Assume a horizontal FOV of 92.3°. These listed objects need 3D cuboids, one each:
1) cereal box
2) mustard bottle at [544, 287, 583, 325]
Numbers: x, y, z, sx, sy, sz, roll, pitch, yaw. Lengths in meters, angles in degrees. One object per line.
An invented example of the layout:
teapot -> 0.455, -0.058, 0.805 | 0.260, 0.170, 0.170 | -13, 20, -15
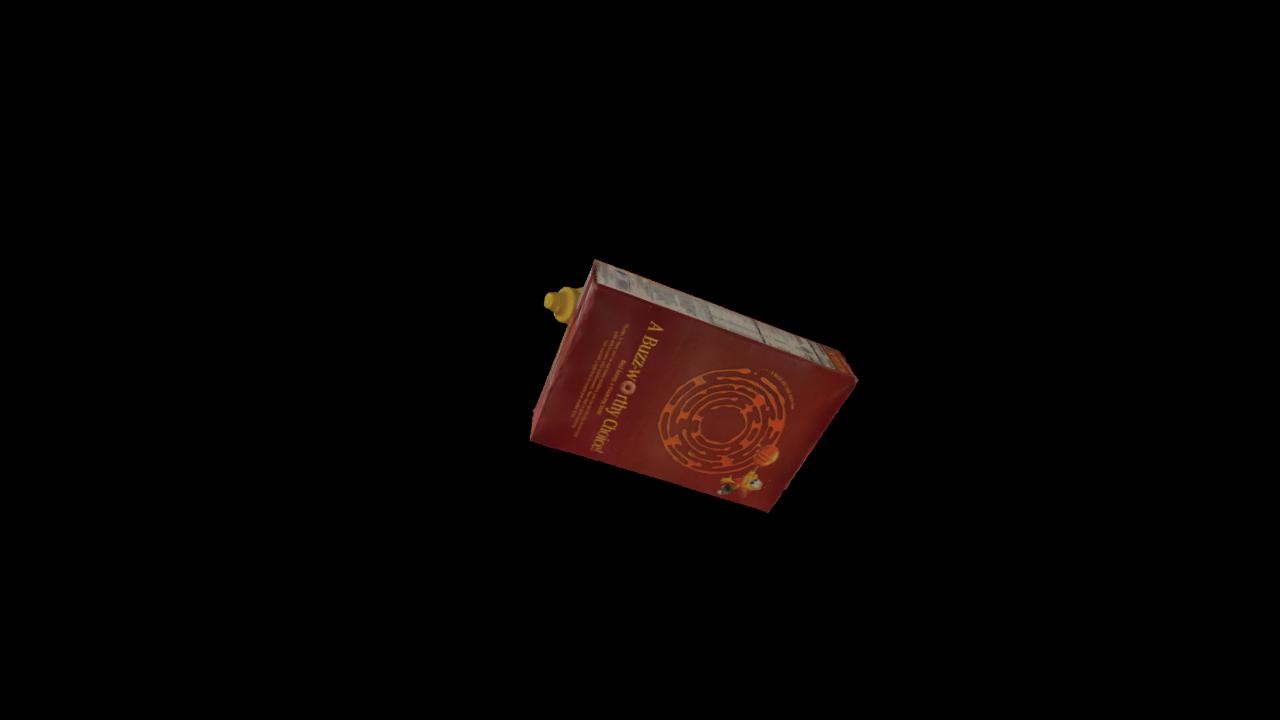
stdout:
cereal box -> 0.055, 0.039, 0.684 | 0.306, 0.203, 0.081 | 18, 27, -14
mustard bottle -> -0.038, -0.053, 0.752 | 0.184, 0.054, 0.092 | 13, -36, -42
